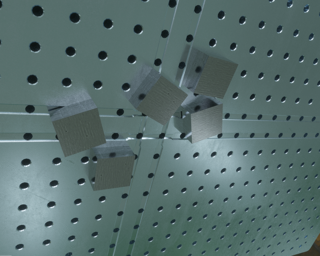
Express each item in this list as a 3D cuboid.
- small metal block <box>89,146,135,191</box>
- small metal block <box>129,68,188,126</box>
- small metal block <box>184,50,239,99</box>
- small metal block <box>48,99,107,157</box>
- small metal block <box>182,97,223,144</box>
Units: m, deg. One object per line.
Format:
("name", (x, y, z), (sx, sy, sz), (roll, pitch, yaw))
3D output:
("small metal block", (-0.064, 0.053, 0.410), (0.050, 0.025, 0.050), (-3, 120, -28))
("small metal block", (-0.002, -0.038, 0.388), (0.050, 0.025, 0.050), (30, 101, -38))
("small metal block", (0.067, -0.069, 0.407), (0.050, 0.025, 0.050), (7, 115, -32))
("small metal block", (-0.095, 0.000, 0.360), (0.050, 0.025, 0.050), (-20, 126, -17))
("small metal block", (0.060, -0.012, 0.439), (0.050, 0.025, 0.050), (-19, 126, -18))
